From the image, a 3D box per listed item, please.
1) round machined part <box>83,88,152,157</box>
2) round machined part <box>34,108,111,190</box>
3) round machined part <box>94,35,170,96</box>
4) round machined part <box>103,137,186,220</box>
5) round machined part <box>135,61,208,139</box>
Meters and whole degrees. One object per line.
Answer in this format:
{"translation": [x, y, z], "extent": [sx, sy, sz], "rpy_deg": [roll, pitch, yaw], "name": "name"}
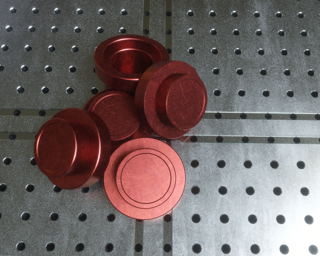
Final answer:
{"translation": [-0.056, -0.010, 0.404], "extent": [0.099, 0.042, 0.098], "rpy_deg": [0, 70, -1], "name": "round machined part"}
{"translation": [-0.110, 0.024, 0.367], "extent": [0.098, 0.042, 0.097], "rpy_deg": [-3, 83, 29], "name": "round machined part"}
{"translation": [-0.038, -0.082, 0.420], "extent": [0.099, 0.042, 0.098], "rpy_deg": [4, 49, -4], "name": "round machined part"}
{"translation": [-0.018, 0.059, 0.368], "extent": [0.099, 0.042, 0.097], "rpy_deg": [1, 81, -6], "name": "round machined part"}
{"translation": [0.021, -0.034, 0.384], "extent": [0.042, 0.098, 0.098], "rpy_deg": [15, 64, 49], "name": "round machined part"}
